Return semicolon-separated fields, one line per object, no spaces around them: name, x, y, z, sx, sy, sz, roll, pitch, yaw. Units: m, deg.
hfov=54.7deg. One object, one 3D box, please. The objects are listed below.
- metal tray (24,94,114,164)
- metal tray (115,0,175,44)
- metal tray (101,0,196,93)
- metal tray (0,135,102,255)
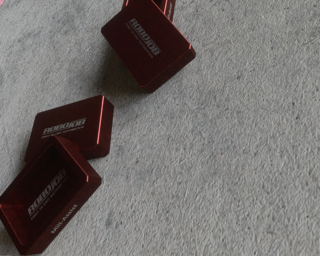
metal tray;-0.136;0.008;0.467;0.130;0.030;0.090;-13;56;21
metal tray;-0.025;-0.185;0.527;0.090;0.030;0.130;-6;59;25
metal tray;-0.020;-0.128;0.461;0.090;0.030;0.130;-39;67;9
metal tray;-0.148;0.085;0.402;0.090;0.030;0.130;43;94;28
